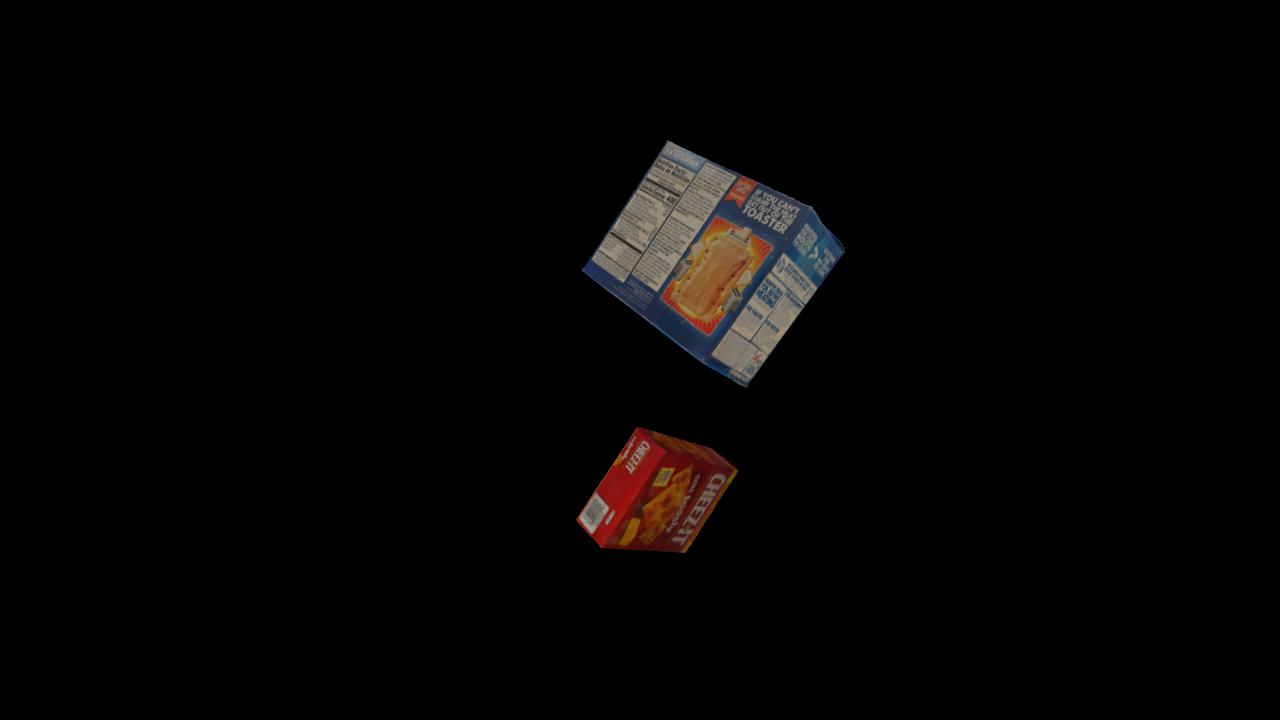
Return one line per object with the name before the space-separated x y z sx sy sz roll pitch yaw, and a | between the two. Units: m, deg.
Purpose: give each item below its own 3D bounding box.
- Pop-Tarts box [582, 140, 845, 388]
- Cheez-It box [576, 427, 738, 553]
Pop-Tarts box | 0.058 -0.085 0.530 0.167 0.141 0.083 40 9 37
Cheez-It box | 0.034 0.201 0.918 0.071 0.166 0.223 38 8 38
